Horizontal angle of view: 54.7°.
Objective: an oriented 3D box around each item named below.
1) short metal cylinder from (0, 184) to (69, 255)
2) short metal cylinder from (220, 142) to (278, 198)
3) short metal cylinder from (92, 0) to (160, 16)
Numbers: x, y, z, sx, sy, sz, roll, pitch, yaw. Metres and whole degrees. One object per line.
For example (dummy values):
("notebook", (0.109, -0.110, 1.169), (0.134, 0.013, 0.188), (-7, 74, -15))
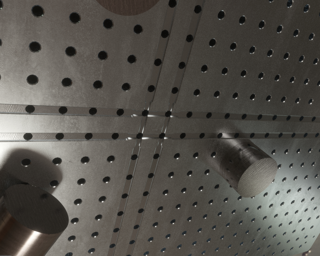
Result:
("short metal cylinder", (-0.156, 0.111, 0.360), (0.080, 0.080, 0.050), (30, 101, -38))
("short metal cylinder", (0.149, 0.070, 0.522), (0.081, 0.050, 0.079), (-14, 125, -21))
("short metal cylinder", (-0.037, -0.149, 0.284), (0.081, 0.050, 0.079), (-14, 125, -21))
